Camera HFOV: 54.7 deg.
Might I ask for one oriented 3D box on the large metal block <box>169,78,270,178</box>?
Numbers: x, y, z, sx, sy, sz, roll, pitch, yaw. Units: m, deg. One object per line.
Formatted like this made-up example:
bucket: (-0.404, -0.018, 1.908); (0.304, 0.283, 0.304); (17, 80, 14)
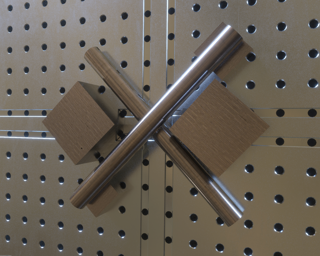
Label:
large metal block: (0.073, 0.000, 0.374); (0.080, 0.050, 0.080); (45, 104, 14)

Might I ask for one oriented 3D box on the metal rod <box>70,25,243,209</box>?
metal rod: (-0.014, -0.004, 0.390); (0.299, 0.025, 0.025); (-47, 76, 14)

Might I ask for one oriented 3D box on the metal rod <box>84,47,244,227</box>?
metal rod: (-0.003, 0.002, 0.413); (0.025, 0.025, 0.300); (-44, 76, 15)

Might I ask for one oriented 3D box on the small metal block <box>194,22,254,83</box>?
small metal block: (0.079, -0.093, 0.385); (0.050, 0.025, 0.050); (-46, 76, 14)

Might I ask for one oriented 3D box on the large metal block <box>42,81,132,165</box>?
large metal block: (-0.102, -0.007, 0.436); (0.080, 0.050, 0.080); (-45, 76, 14)

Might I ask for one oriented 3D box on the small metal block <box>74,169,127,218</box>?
small metal block: (-0.085, 0.090, 0.442); (0.050, 0.025, 0.050); (46, 104, 14)
